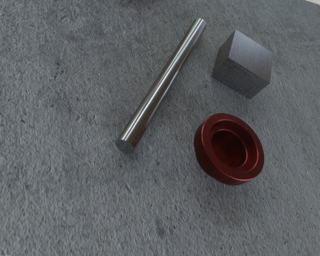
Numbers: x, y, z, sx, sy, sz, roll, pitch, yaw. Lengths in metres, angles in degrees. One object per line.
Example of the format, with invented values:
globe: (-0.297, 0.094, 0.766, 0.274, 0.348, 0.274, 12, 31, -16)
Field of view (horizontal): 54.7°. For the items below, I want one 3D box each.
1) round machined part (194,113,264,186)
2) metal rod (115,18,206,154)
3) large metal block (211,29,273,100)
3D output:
round machined part: (0.088, 0.032, 0.421, 0.099, 0.042, 0.098, 14, 56, -21)
metal rod: (0.015, -0.081, 0.461, 0.025, 0.025, 0.301, 34, 51, -6)
large metal block: (0.142, -0.108, 0.530, 0.080, 0.050, 0.080, 29, 52, -10)
